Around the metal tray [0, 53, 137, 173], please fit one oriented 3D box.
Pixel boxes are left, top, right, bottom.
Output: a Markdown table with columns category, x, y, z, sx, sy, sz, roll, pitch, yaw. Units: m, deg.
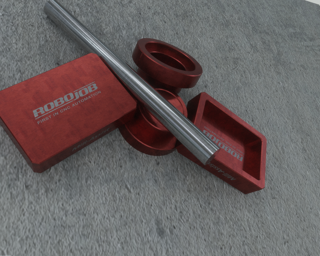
| category | x | y | z | sx | sy | sz | roll | pitch | yaw |
| --- | --- | --- | --- | --- | --- | --- | --- | --- | --- |
| metal tray | -0.103 | -0.022 | 0.346 | 0.131 | 0.030 | 0.090 | -33 | 77 | -29 |

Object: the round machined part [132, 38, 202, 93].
| category | x | y | z | sx | sy | sz | roll | pitch | yaw |
| --- | --- | --- | --- | --- | --- | --- | --- | --- | --- |
| round machined part | 0.006 | -0.083 | 0.434 | 0.099 | 0.042 | 0.098 | 20 | 32 | -13 |

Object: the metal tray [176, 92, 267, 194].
| category | x | y | z | sx | sy | sz | roll | pitch | yaw |
| --- | --- | --- | --- | --- | --- | --- | --- | --- | --- |
| metal tray | 0.089 | 0.021 | 0.423 | 0.130 | 0.030 | 0.090 | 33 | 51 | -20 |

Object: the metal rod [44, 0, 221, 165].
| category | x | y | z | sx | sy | sz | roll | pitch | yaw |
| --- | --- | --- | --- | --- | --- | --- | --- | --- | --- |
| metal rod | -0.046 | -0.067 | 0.378 | 0.300 | 0.025 | 0.025 | 44 | 50 | 19 |

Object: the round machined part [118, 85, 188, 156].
| category | x | y | z | sx | sy | sz | roll | pitch | yaw |
| --- | --- | --- | --- | --- | --- | --- | --- | --- | --- |
| round machined part | -0.004 | -0.016 | 0.403 | 0.099 | 0.042 | 0.098 | 14 | 56 | -21 |
